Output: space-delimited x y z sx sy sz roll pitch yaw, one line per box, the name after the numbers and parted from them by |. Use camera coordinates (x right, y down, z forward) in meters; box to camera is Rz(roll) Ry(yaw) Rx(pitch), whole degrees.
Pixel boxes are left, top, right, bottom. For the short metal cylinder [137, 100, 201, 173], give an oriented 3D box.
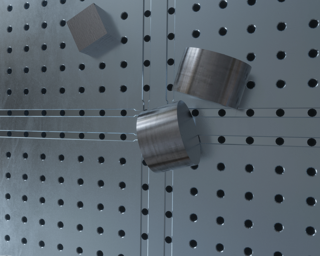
0.012 0.011 0.379 0.050 0.080 0.080 -15 85 19 | short metal cylinder

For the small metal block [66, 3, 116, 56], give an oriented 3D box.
-0.099 -0.142 0.448 0.050 0.025 0.050 -27 81 18 | small metal block

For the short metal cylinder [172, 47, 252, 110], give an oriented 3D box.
0.060 -0.057 0.362 0.080 0.080 0.050 19 97 19 | short metal cylinder
